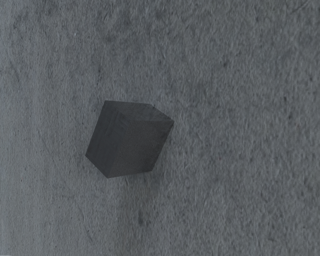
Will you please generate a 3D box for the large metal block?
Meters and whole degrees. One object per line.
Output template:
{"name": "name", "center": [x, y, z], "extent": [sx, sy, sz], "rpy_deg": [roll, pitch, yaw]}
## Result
{"name": "large metal block", "center": [-0.039, 0.013, 0.402], "extent": [0.050, 0.081, 0.080], "rpy_deg": [37, 113, 34]}
